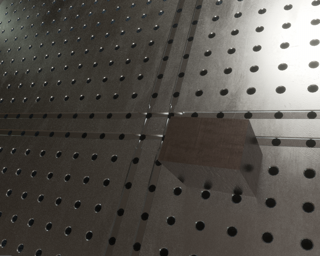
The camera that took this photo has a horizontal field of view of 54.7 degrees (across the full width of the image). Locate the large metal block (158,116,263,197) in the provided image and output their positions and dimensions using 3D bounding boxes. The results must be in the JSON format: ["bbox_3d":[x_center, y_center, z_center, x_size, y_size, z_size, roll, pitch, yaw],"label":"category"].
[{"bbox_3d":[0.056,0.030,0.324,0.080,0.080,0.050,3,64,29],"label":"large metal block"}]
